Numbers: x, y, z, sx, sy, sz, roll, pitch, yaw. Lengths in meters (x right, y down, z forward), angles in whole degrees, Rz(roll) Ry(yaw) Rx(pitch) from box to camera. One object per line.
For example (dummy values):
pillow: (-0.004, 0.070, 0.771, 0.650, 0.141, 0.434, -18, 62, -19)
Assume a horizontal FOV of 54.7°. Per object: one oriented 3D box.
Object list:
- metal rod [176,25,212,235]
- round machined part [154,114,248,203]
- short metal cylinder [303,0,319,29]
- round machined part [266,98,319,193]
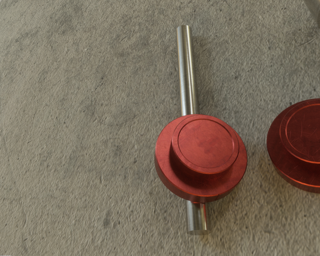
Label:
metal rod: (0.038, -0.020, 0.395, 0.025, 0.025, 0.299, -14, 56, 20)
round machined part: (0.044, 0.025, 0.327, 0.099, 0.042, 0.098, 3, 58, -4)
short metal cylinder: (0.212, -0.154, 0.352, 0.080, 0.080, 0.050, -18, 55, 17)
round machined part: (0.156, 0.011, 0.304, 0.098, 0.042, 0.098, -13, 56, 20)
